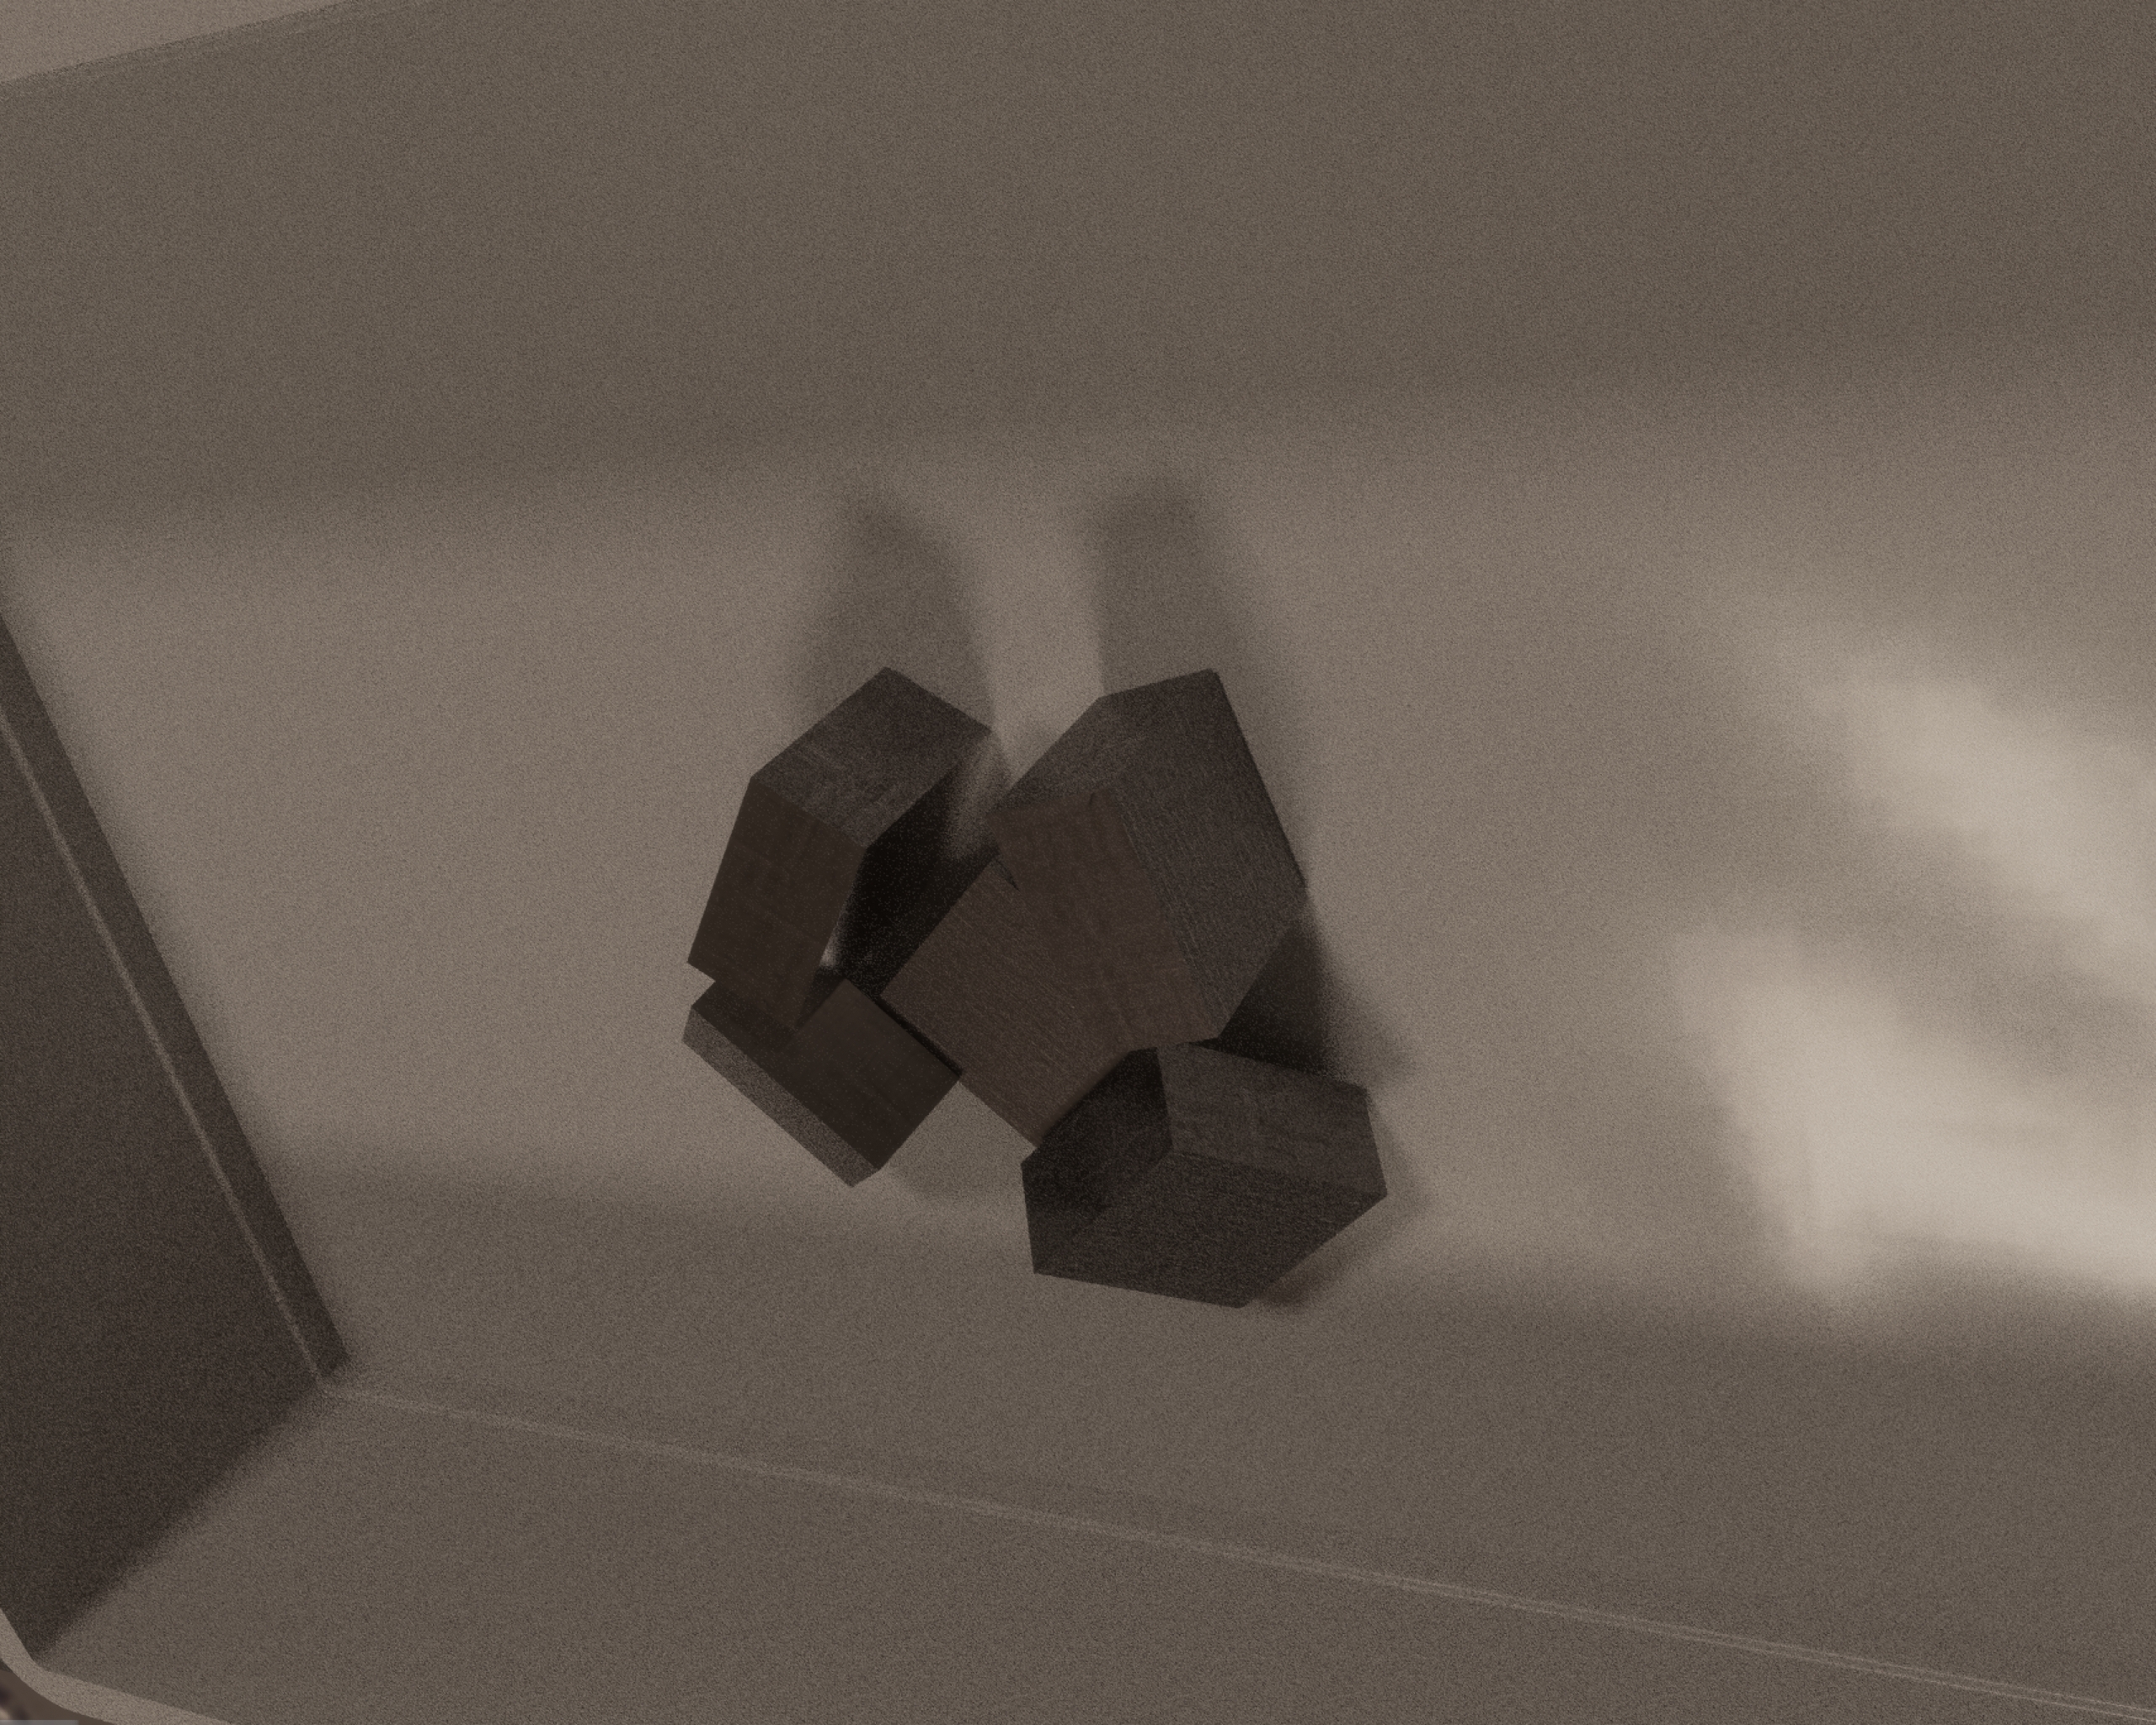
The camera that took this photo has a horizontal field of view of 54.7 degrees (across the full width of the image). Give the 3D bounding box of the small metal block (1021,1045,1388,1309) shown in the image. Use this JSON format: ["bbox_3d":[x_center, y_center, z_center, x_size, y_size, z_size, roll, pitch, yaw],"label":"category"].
[{"bbox_3d":[0.024,0.063,0.415,0.050,0.025,0.050,16,135,-29],"label":"small metal block"}]

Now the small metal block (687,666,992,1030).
[{"bbox_3d":[-0.047,-0.003,0.411,0.025,0.050,0.050,32,128,7],"label":"small metal block"}]

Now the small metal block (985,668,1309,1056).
[{"bbox_3d":[0.014,-0.001,0.381,0.025,0.050,0.050,-12,112,32],"label":"small metal block"}]

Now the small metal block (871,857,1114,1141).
[{"bbox_3d":[-0.006,0.025,0.423,0.050,0.025,0.050,41,129,0],"label":"small metal block"}]

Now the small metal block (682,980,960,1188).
[{"bbox_3d":[-0.056,0.042,0.445,0.050,0.025,0.050,41,162,-1],"label":"small metal block"}]
